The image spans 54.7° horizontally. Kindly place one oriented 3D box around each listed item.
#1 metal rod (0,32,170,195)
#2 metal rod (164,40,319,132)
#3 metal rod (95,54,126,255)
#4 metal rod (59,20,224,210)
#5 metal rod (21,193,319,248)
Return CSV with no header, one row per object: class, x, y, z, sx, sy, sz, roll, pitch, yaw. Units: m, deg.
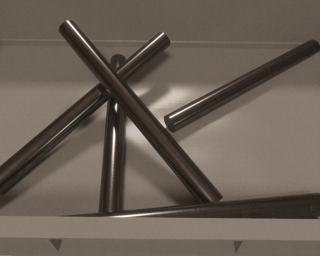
metal rod,-0.091,-0.033,0.405,0.025,0.025,0.301,33,65,24
metal rod,0.136,-0.071,0.466,0.302,0.025,0.025,-28,56,-22
metal rod,-0.058,0.007,0.398,0.025,0.025,0.300,-2,50,-2
metal rod,-0.033,-0.027,0.379,0.025,0.025,0.300,-33,72,-24
metal rod,0.026,0.089,0.308,0.302,0.025,0.025,-2,50,-11
